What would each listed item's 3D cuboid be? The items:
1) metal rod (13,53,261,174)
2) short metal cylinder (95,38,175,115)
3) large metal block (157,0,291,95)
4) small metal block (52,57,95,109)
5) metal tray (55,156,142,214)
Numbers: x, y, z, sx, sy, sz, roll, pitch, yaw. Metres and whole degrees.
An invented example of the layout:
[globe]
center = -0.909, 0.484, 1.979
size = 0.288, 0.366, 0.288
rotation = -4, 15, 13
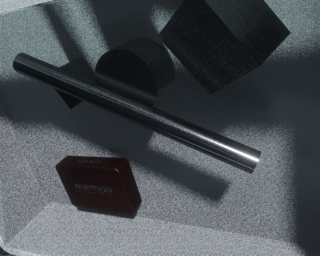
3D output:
[metal rod]
center = -0.037, -0.023, 0.348
size = 0.301, 0.025, 0.025
rotation = 23, 127, 13
[short metal cylinder]
center = -0.029, -0.061, 0.369
size = 0.080, 0.050, 0.079
rotation = 13, 124, 20
[large metal block]
center = 0.055, -0.087, 0.289
size = 0.080, 0.050, 0.080
rotation = 47, 157, -6
[small metal block]
center = -0.112, -0.060, 0.412
size = 0.025, 0.050, 0.050
rotation = -26, 104, 37
[metal tray]
center = -0.102, 0.093, 0.515
size = 0.130, 0.030, 0.089
rotation = -1, 118, 28
